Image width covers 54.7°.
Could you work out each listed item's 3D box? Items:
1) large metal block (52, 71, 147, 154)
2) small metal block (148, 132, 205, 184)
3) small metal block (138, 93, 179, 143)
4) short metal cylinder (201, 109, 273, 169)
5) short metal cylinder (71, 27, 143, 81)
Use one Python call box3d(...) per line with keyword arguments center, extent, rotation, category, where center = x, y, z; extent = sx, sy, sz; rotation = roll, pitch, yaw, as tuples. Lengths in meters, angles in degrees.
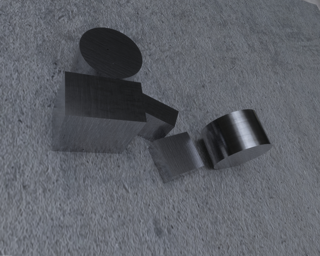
box3d(center=(-0.070, -0.012, 0.339), extent=(0.081, 0.080, 0.050), rotation=(5, 60, -26), category="large metal block")
box3d(center=(0.020, 0.037, 0.394), extent=(0.050, 0.025, 0.050), rotation=(-14, 69, -34), category="small metal block")
box3d(center=(-0.012, -0.010, 0.389), extent=(0.050, 0.050, 0.025), rotation=(26, 53, -13), category="small metal block")
box3d(center=(0.101, 0.017, 0.415), extent=(0.081, 0.080, 0.050), rotation=(-5, 65, -31), category="short metal cylinder")
box3d(center=(-0.070, -0.082, 0.402), extent=(0.081, 0.050, 0.080), rotation=(14, 56, -21), category="short metal cylinder")
